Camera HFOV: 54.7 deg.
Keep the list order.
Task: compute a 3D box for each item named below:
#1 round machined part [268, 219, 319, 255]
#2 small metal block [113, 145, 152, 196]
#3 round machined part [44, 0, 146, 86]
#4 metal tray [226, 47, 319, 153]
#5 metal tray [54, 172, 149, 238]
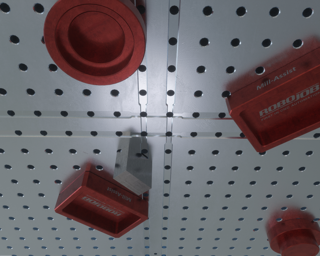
[{"bbox_3d":[0.260,0.218,0.588,0.099,0.042,0.097,0,130,0],"label":"round machined part"},{"bbox_3d":[-0.038,0.061,0.446,0.025,0.050,0.050,-34,123,25],"label":"small metal block"},{"bbox_3d":[-0.063,-0.096,0.318,0.099,0.042,0.097,0,130,0],"label":"round machined part"},{"bbox_3d":[0.161,-0.030,0.384,0.130,0.030,0.090,-29,125,22],"label":"metal tray"},{"bbox_3d":[-0.095,0.133,0.520,0.130,0.030,0.090,34,122,-26],"label":"metal tray"}]
